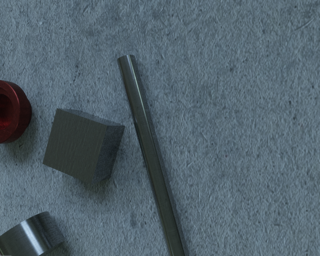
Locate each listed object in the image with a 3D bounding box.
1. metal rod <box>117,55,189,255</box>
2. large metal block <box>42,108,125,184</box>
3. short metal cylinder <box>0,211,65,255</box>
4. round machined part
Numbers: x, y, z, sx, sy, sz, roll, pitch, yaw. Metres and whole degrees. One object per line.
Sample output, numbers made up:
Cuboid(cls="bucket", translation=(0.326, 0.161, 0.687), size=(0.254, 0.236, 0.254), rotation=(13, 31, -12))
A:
Cuboid(cls="metal rod", translation=(-0.007, 0.048, 0.410), size=(0.025, 0.025, 0.298), rotation=(-17, 84, 19))
Cuboid(cls="large metal block", translation=(-0.105, 0.023, 0.432), size=(0.080, 0.050, 0.080), rotation=(18, 96, 18))
Cuboid(cls="short metal cylinder", translation=(-0.185, 0.164, 0.443), size=(0.080, 0.080, 0.050), rotation=(-38, 78, 16))
Cuboid(cls="round machined part", translation=(-0.242, -0.024, 0.483), size=(0.098, 0.042, 0.097), rotation=(0, 90, 19))
